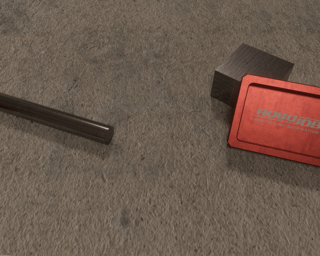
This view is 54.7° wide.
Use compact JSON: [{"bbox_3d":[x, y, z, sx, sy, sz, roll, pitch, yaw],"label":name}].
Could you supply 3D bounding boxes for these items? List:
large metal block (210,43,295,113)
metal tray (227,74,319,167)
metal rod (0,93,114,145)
[{"bbox_3d":[0.131,-0.068,0.446,0.080,0.050,0.080,31,56,23],"label":"large metal block"},{"bbox_3d":[0.155,-0.008,0.374,0.131,0.030,0.089,13,95,10],"label":"metal tray"},{"bbox_3d":[-0.205,-0.031,0.426,0.301,0.025,0.025,16,52,13],"label":"metal rod"}]
